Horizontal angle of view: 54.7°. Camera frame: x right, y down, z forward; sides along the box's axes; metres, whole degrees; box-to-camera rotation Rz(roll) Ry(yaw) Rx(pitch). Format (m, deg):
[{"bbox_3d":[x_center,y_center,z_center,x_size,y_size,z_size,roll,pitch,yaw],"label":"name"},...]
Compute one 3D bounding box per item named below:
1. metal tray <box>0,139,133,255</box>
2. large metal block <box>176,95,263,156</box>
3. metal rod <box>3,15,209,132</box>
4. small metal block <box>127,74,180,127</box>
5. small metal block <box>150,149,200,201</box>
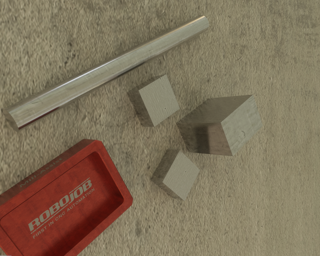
[{"bbox_3d":[-0.099,0.081,0.320,0.131,0.030,0.090,-38,114,-34],"label":"metal tray"},{"bbox_3d":[0.085,-0.005,0.443,0.080,0.080,0.050,-37,113,-34],"label":"large metal block"},{"bbox_3d":[-0.038,-0.081,0.373,0.302,0.025,0.025,-36,113,-34],"label":"metal rod"},{"bbox_3d":[-0.008,-0.035,0.400,0.050,0.025,0.050,-36,113,-34],"label":"small metal block"},{"bbox_3d":[0.022,0.064,0.426,0.050,0.025,0.050,45,63,-31],"label":"small metal block"}]
